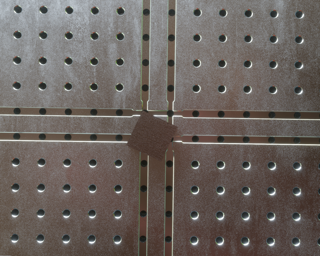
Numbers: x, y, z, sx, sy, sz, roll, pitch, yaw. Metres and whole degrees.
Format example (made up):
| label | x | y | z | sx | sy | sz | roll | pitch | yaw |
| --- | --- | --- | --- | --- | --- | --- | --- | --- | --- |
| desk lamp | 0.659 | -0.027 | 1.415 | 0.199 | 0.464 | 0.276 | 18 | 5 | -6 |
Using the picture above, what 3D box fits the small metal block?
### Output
| label | x | y | z | sx | sy | sz | roll | pitch | yaw |
| --- | --- | --- | --- | --- | --- | --- | --- | --- | --- |
| small metal block | -0.010 | 0.010 | 0.413 | 0.050 | 0.025 | 0.050 | 25 | 90 | 0 |
